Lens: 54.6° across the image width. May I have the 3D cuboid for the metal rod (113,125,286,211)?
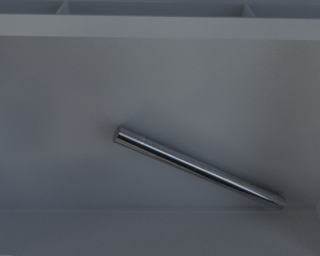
[{"bbox_3d":[0.071,0.066,0.465,0.301,0.025,0.025,25,126,-20],"label":"metal rod"}]
